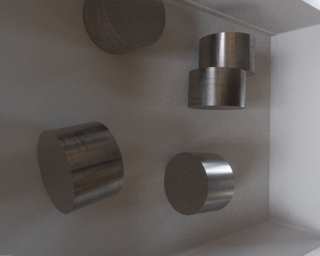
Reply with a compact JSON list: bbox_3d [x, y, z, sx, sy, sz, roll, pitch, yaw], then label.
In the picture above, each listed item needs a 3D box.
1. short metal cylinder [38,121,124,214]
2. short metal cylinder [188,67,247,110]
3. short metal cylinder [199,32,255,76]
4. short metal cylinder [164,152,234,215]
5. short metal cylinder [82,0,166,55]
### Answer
[{"bbox_3d":[-0.079,0.037,0.304,0.050,0.080,0.079,-14,99,-39],"label":"short metal cylinder"},{"bbox_3d":[0.081,-0.053,0.438,0.081,0.080,0.050,2,89,-40],"label":"short metal cylinder"},{"bbox_3d":[0.097,-0.103,0.452,0.081,0.080,0.050,1,89,-40],"label":"short metal cylinder"},{"bbox_3d":[0.051,0.073,0.413,0.050,0.080,0.080,5,87,-40],"label":"short metal cylinder"},{"bbox_3d":[-0.040,-0.129,0.356,0.081,0.050,0.080,0,90,-40],"label":"short metal cylinder"}]
